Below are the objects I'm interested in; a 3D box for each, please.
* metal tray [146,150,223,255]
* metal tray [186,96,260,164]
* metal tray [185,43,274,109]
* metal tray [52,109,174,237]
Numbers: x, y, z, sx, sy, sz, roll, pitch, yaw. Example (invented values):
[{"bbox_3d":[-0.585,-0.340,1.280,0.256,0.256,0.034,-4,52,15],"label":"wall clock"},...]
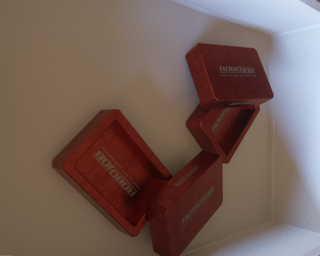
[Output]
[{"bbox_3d":[0.039,0.099,0.413,0.131,0.030,0.089,-35,129,-41],"label":"metal tray"},{"bbox_3d":[0.105,-0.019,0.493,0.130,0.030,0.090,-52,121,-27],"label":"metal tray"},{"bbox_3d":[0.108,-0.078,0.470,0.131,0.030,0.090,-6,74,-35],"label":"metal tray"},{"bbox_3d":[-0.048,0.053,0.364,0.090,0.030,0.130,-52,121,-28],"label":"metal tray"}]
